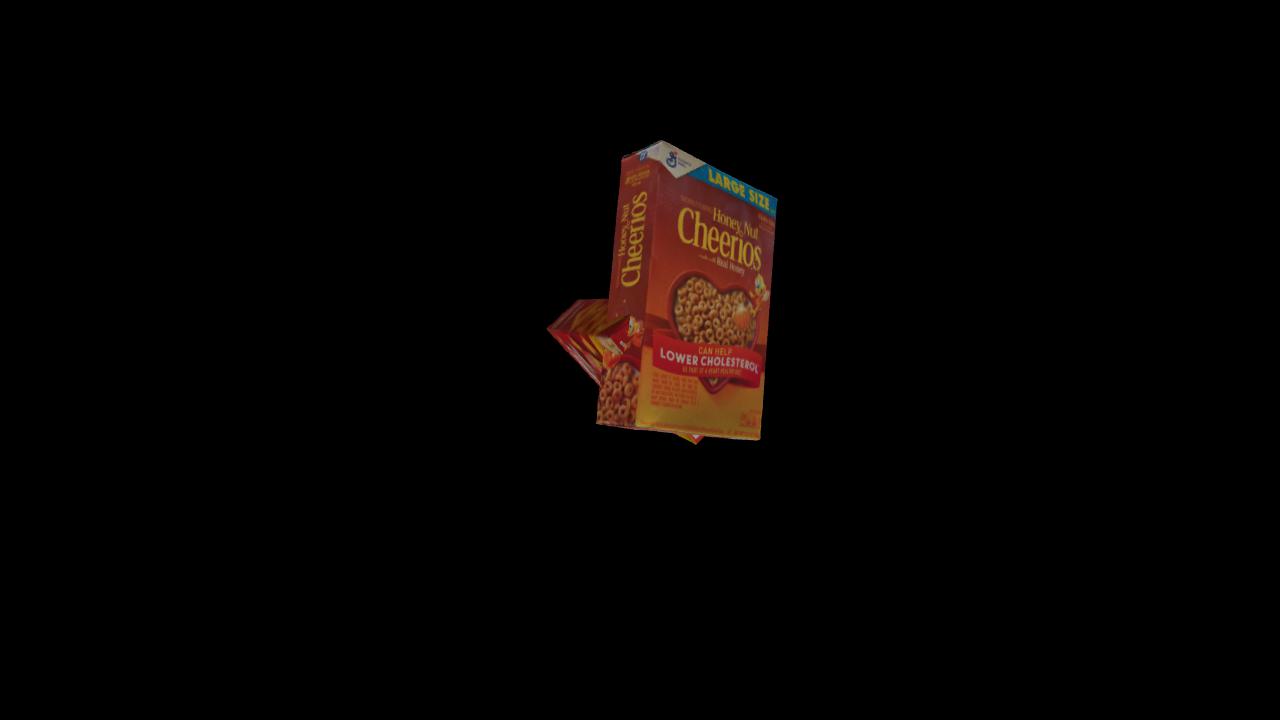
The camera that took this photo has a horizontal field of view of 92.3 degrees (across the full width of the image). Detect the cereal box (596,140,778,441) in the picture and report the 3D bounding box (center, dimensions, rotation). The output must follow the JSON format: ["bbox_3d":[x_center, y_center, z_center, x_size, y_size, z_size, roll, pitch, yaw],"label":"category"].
[{"bbox_3d":[0.062,-0.067,0.707,0.203,0.306,0.081,12,-9,-41],"label":"cereal box"}]

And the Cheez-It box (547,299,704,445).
[{"bbox_3d":[-0.009,0.005,0.756,0.071,0.166,0.223,-45,21,-15],"label":"Cheez-It box"}]
